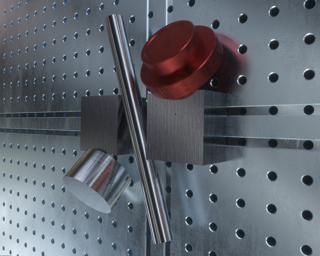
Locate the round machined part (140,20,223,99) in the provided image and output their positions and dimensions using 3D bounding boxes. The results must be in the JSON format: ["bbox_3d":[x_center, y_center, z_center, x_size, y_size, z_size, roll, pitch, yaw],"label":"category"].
[{"bbox_3d":[0.018,-0.083,0.352,0.098,0.042,0.098,-22,44,23],"label":"round machined part"}]

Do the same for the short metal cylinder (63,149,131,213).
[{"bbox_3d":[-0.088,0.076,0.438,0.080,0.050,0.080,23,145,18],"label":"short metal cylinder"}]

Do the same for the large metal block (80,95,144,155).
[{"bbox_3d":[-0.070,-0.005,0.452,0.080,0.050,0.079,3,92,40],"label":"large metal block"}]

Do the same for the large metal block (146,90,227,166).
[{"bbox_3d":[0.031,-0.001,0.368,0.080,0.050,0.079,1,91,40],"label":"large metal block"}]

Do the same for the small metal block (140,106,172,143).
[{"bbox_3d":[-0.011,-0.004,0.420,0.050,0.025,0.050,1,91,40],"label":"small metal block"}]

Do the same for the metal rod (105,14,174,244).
[{"bbox_3d":[-0.029,-0.007,0.400,0.025,0.025,0.299,-22,76,38],"label":"metal rod"}]
